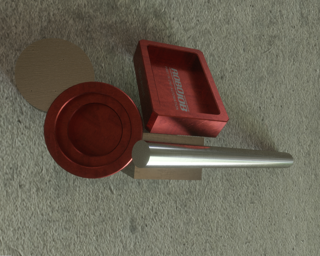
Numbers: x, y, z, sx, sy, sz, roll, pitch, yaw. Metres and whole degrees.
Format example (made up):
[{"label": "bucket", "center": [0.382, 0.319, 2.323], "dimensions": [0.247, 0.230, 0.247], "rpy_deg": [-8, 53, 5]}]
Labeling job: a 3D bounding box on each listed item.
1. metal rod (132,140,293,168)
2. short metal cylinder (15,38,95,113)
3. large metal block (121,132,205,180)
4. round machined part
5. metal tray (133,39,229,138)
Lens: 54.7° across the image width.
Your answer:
[{"label": "metal rod", "center": [0.090, 0.037, 0.382], "dimensions": [0.302, 0.025, 0.025], "rpy_deg": [7, 88, -44]}, {"label": "short metal cylinder", "center": [-0.119, -0.056, 0.353], "dimensions": [0.081, 0.050, 0.079], "rpy_deg": [0, 90, -21]}, {"label": "large metal block", "center": [-0.002, 0.032, 0.381], "dimensions": [0.081, 0.080, 0.050], "rpy_deg": [5, 89, -20]}, {"label": "round machined part", "center": [-0.067, 0.002, 0.330], "dimensions": [0.099, 0.042, 0.097], "rpy_deg": [0, 89, 0]}, {"label": "metal tray", "center": [0.021, -0.050, 0.376], "dimensions": [0.091, 0.030, 0.130], "rpy_deg": [5, 49, -20]}]
